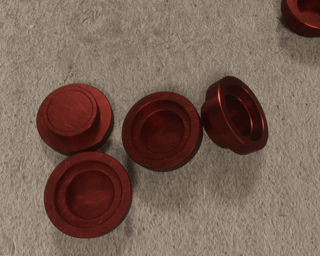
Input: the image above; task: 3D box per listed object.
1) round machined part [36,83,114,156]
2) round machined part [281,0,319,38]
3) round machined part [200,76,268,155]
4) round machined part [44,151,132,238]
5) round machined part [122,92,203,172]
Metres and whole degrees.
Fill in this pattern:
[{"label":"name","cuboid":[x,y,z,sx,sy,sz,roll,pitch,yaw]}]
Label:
[{"label":"round machined part","cuboid":[-0.112,-0.015,0.403,0.099,0.042,0.098,0,70,-1]},{"label":"round machined part","cuboid":[0.231,-0.177,0.467,0.099,0.042,0.098,0,70,-1]},{"label":"round machined part","cuboid":[0.089,-0.012,0.387,0.099,0.042,0.098,23,54,-35]},{"label":"round machined part","cuboid":[-0.081,0.080,0.369,0.099,0.042,0.098,0,70,-1]},{"label":"round machined part","cuboid":[0.006,0.007,0.387,0.098,0.042,0.098,-6,70,16]}]
